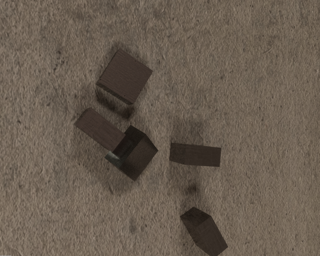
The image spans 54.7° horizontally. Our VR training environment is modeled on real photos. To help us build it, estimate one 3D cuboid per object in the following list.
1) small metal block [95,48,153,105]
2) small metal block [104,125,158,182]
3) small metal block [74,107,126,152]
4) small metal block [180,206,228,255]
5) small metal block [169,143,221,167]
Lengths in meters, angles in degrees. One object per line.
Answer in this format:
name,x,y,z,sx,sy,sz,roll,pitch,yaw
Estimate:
small metal block,-0.045,-0.064,0.393,0.050,0.025,0.050,33,79,-18
small metal block,-0.034,0.032,0.383,0.050,0.025,0.050,-53,150,-13
small metal block,-0.073,0.002,0.369,0.050,0.050,0.025,40,79,-16
small metal block,0.058,0.140,0.419,0.025,0.050,0.050,-32,101,-17
small metal block,0.046,0.035,0.414,0.050,0.050,0.025,6,88,-20
